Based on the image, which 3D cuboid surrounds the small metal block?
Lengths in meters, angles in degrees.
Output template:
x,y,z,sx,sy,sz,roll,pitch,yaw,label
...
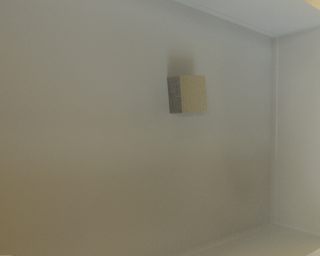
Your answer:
x,y,z,sx,sy,sz,roll,pitch,yaw,label
0.039,-0.048,0.438,0.050,0.025,0.050,-8,95,-40,small metal block
